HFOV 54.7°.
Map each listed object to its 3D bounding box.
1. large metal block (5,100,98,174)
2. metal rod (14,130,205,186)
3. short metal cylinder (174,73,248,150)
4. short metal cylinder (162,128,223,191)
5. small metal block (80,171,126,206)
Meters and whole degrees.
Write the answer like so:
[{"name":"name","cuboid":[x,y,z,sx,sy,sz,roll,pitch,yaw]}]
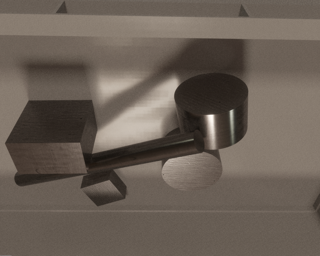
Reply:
[{"name":"large metal block","cuboid":[-0.126,0.009,0.379,0.081,0.080,0.050,0,130,0]},{"name":"metal rod","cuboid":[-0.085,0.045,0.397,0.300,0.025,0.025,-14,131,30]},{"name":"short metal cylinder","cuboid":[0.060,-0.021,0.356,0.080,0.080,0.050,-7,130,6]},{"name":"short metal cylinder","cuboid":[0.042,0.043,0.430,0.081,0.050,0.079,0,130,0]},{"name":"small metal block","cuboid":[-0.088,0.094,0.488,0.050,0.025,0.050,-19,128,14]}]
